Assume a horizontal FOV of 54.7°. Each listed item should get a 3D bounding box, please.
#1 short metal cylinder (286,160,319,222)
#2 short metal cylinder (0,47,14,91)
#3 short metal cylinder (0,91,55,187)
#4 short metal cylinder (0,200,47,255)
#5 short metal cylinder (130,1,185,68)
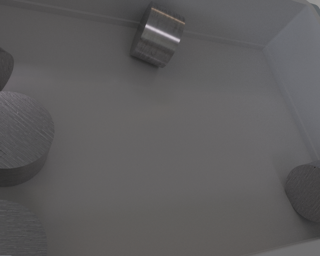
[{"bbox_3d":[0.230,0.087,0.441,0.050,0.080,0.080,-8,66,-32],"label":"short metal cylinder"},{"bbox_3d":[-0.192,-0.056,0.301,0.050,0.080,0.080,36,51,-5],"label":"short metal cylinder"},{"bbox_3d":[-0.149,0.011,0.302,0.081,0.050,0.080,14,56,-21],"label":"short metal cylinder"},{"bbox_3d":[-0.138,0.105,0.252,0.081,0.050,0.080,14,56,-21],"label":"short metal cylinder"},{"bbox_3d":[-0.005,-0.134,0.449,0.050,0.080,0.080,20,54,-17],"label":"short metal cylinder"}]
